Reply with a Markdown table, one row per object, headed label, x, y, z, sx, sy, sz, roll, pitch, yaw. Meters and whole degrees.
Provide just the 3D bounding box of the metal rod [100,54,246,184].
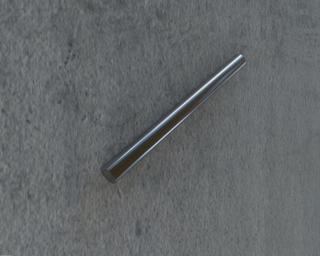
| label | x | y | z | sx | sy | sz | roll | pitch | yaw |
| --- | --- | --- | --- | --- | --- | --- | --- | --- | --- |
| metal rod | 0.036 | -0.029 | 0.437 | 0.302 | 0.025 | 0.025 | -41 | 115 | -32 |
